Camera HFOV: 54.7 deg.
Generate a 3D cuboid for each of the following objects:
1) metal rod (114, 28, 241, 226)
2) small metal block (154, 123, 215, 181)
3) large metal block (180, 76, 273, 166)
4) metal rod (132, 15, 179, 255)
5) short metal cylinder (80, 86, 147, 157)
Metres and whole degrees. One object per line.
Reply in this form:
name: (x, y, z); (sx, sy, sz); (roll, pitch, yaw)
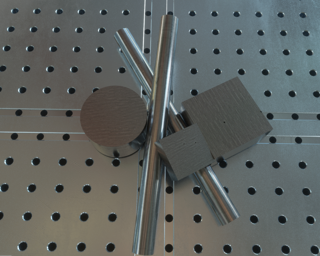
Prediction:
metal rod: (0.014, -0.014, 0.413); (0.025, 0.025, 0.299); (-27, 73, -9)
small metal block: (0.028, 0.028, 0.364); (0.050, 0.025, 0.050); (-24, 87, -17)
large metal block: (0.081, -0.007, 0.397); (0.080, 0.050, 0.080); (-26, 72, -9)
metal rod: (-0.004, -0.001, 0.387); (0.025, 0.025, 0.299); (6, 78, 2)
short metal cylinder: (-0.056, -0.007, 0.397); (0.081, 0.050, 0.080); (0, 70, -1)
